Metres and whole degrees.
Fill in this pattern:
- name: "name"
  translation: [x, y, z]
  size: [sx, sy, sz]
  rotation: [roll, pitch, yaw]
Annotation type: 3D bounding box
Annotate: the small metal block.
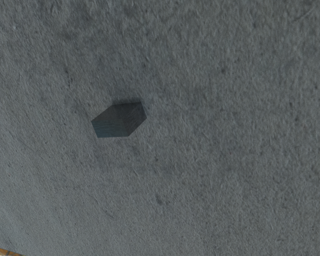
- name: "small metal block"
  translation: [-0.054, -0.011, 0.413]
  size: [0.050, 0.050, 0.025]
  rotation: [-3, 117, 30]
